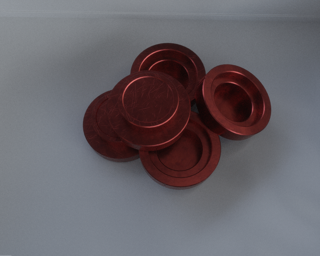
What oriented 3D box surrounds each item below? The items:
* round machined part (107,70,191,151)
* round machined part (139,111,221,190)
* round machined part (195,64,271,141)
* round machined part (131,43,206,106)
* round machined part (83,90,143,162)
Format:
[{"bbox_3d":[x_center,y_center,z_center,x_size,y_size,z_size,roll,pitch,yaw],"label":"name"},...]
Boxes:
[{"bbox_3d":[-0.013,-0.026,0.362,0.099,0.042,0.098,0,70,-1],"label":"round machined part"},{"bbox_3d":[0.024,0.029,0.388,0.099,0.042,0.098,0,70,-1],"label":"round machined part"},{"bbox_3d":[0.089,-0.030,0.399,0.099,0.042,0.098,8,66,-19],"label":"round machined part"},{"bbox_3d":[0.011,-0.063,0.422,0.099,0.042,0.098,0,70,-1],"label":"round machined part"},{"bbox_3d":[-0.050,-0.008,0.399,0.099,0.042,0.098,0,70,-1],"label":"round machined part"}]
